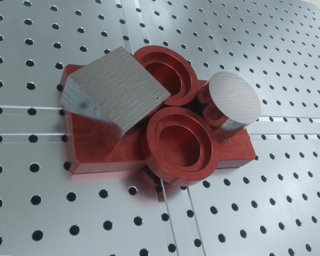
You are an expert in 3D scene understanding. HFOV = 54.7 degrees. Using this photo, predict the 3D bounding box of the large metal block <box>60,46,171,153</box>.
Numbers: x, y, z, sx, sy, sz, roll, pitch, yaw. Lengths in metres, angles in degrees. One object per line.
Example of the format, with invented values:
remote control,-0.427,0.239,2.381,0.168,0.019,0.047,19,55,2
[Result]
large metal block,-0.049,-0.033,0.347,0.080,0.050,0.080,45,51,3

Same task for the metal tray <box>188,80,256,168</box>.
metal tray,0.076,-0.008,0.448,0.091,0.030,0.130,1,61,-28

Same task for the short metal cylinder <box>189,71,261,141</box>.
short metal cylinder,0.087,-0.029,0.417,0.081,0.050,0.080,14,56,-21

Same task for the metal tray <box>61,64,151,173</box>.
metal tray,-0.067,-0.013,0.376,0.091,0.030,0.130,1,61,-29

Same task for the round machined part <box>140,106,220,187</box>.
round machined part,0.021,0.025,0.381,0.099,0.042,0.098,14,56,-21

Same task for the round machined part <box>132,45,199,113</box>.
round machined part,0.000,-0.061,0.423,0.099,0.042,0.098,14,56,-21
